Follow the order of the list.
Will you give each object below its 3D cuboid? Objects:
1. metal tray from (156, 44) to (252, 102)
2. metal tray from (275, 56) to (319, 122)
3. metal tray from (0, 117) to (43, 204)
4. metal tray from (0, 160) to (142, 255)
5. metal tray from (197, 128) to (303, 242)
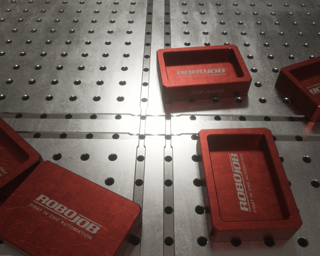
[{"bbox_3d":[0.064,-0.087,0.478,0.131,0.030,0.090,-5,50,-5],"label":"metal tray"},{"bbox_3d":[0.255,-0.067,0.464,0.131,0.030,0.090,-18,53,-15],"label":"metal tray"},{"bbox_3d":[-0.213,0.035,0.372,0.130,0.030,0.090,35,58,25],"label":"metal tray"},{"bbox_3d":[-0.095,0.097,0.321,0.130,0.030,0.090,22,53,17],"label":"metal tray"},{"bbox_3d":[0.095,0.059,0.355,0.091,0.030,0.130,-1,50,-2],"label":"metal tray"}]
